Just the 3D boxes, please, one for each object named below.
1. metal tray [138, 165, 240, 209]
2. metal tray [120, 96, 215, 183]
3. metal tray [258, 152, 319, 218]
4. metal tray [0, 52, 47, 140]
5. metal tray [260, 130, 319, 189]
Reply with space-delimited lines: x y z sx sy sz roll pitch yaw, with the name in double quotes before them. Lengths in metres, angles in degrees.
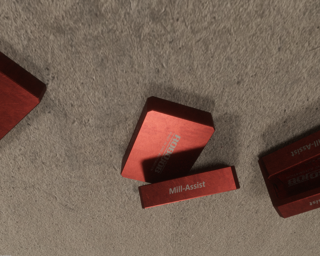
"metal tray" 0.045 0.084 0.441 0.131 0.030 0.090 -14 168 10
"metal tray" 0.007 0.025 0.426 0.091 0.030 0.129 15 129 -13
"metal tray" 0.209 0.058 0.416 0.130 0.090 0.030 -25 126 19
"metal tray" -0.214 -0.033 0.373 0.130 0.030 0.090 -35 123 25
"metal tray" 0.216 0.042 0.422 0.130 0.030 0.090 -31 138 24
